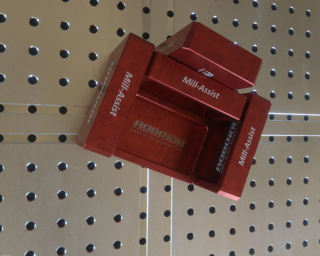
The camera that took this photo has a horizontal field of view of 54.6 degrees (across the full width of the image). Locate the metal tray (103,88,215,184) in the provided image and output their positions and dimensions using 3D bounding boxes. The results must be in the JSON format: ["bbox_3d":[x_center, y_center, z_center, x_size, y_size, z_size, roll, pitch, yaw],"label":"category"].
[{"bbox_3d":[0.000,0.011,0.409,0.131,0.030,0.090,23,82,-19],"label":"metal tray"}]

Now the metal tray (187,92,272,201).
[{"bbox_3d":[0.088,0.021,0.409,0.030,0.090,0.130,23,83,-19],"label":"metal tray"}]

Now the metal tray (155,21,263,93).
[{"bbox_3d":[0.045,-0.075,0.372,0.090,0.130,0.030,24,83,-19],"label":"metal tray"}]

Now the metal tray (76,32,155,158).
[{"bbox_3d":[-0.055,-0.035,0.357,0.030,0.090,0.130,23,82,-19],"label":"metal tray"}]

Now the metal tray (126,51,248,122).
[{"bbox_3d":[0.031,-0.046,0.389,0.131,0.090,0.030,23,83,-19],"label":"metal tray"}]
